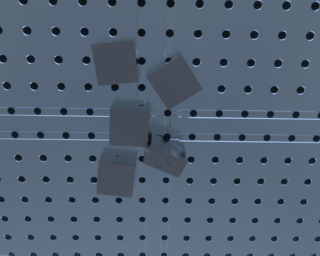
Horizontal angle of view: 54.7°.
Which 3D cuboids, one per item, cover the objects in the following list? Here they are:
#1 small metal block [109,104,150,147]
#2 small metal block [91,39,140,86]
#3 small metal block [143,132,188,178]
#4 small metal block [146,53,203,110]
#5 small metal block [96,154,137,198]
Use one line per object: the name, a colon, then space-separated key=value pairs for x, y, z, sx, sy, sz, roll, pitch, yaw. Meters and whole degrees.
small metal block: x=-0.040 y=-0.003 z=0.412 sx=0.050 sy=0.025 sz=0.050 roll=3 pitch=110 yaw=-2
small metal block: x=-0.053 y=-0.081 z=0.383 sx=0.050 sy=0.025 sz=0.050 roll=-6 pitch=110 yaw=1
small metal block: x=0.006 y=0.035 z=0.413 sx=0.050 sy=0.050 sz=0.025 roll=23 pitch=108 yaw=-9
small metal block: x=0.018 y=-0.059 z=0.392 sx=0.050 sy=0.025 sz=0.050 roll=-31 pitch=108 yaw=10
small metal block: x=-0.061 y=0.068 z=0.438 sx=0.050 sy=0.025 sz=0.050 roll=7 pitch=110 yaw=-3
